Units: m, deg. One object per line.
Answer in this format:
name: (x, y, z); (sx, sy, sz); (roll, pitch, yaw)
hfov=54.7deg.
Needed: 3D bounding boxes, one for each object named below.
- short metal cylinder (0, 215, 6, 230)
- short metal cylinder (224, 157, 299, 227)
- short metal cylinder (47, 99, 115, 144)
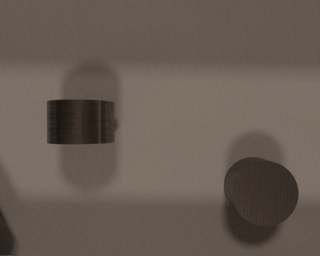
short metal cylinder: (-0.243, 0.120, 0.381); (0.080, 0.080, 0.050); (-27, 90, 0)
short metal cylinder: (0.128, 0.080, 0.401); (0.081, 0.050, 0.079); (0, 90, -1)
short metal cylinder: (-0.097, -0.007, 0.383); (0.081, 0.080, 0.050); (0, 90, -1)
